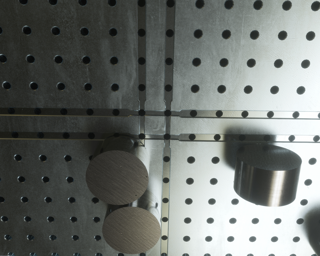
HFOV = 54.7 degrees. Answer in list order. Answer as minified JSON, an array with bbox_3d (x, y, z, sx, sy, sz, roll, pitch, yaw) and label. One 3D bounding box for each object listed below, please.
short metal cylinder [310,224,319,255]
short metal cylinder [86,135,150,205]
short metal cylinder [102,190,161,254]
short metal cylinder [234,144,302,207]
[{"bbox_3d":[0.280,0.184,0.472,0.081,0.050,0.079,0,110,-1],"label":"short metal cylinder"},{"bbox_3d":[-0.055,0.056,0.420,0.081,0.050,0.079,0,110,-1],"label":"short metal cylinder"},{"bbox_3d":[-0.039,0.133,0.449,0.081,0.050,0.079,0,110,-1],"label":"short metal cylinder"},{"bbox_3d":[0.140,0.060,0.408,0.081,0.080,0.050,0,110,0],"label":"short metal cylinder"}]
